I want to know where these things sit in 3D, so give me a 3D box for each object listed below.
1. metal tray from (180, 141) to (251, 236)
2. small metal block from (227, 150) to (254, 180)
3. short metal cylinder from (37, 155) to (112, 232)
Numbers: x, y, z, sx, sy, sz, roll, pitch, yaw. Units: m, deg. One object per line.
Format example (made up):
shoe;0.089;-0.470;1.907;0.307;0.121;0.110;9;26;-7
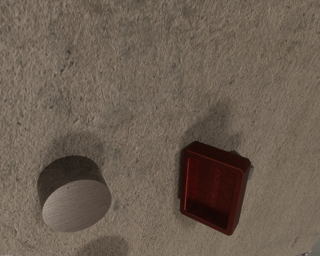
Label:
metal tray;0.079;0.091;0.465;0.030;0.090;0.129;-39;139;-46
small metal block;0.112;0.063;0.494;0.050;0.050;0.025;-10;123;-24
short metal cylinder;-0.106;0.081;0.384;0.081;0.050;0.079;-14;125;-21
